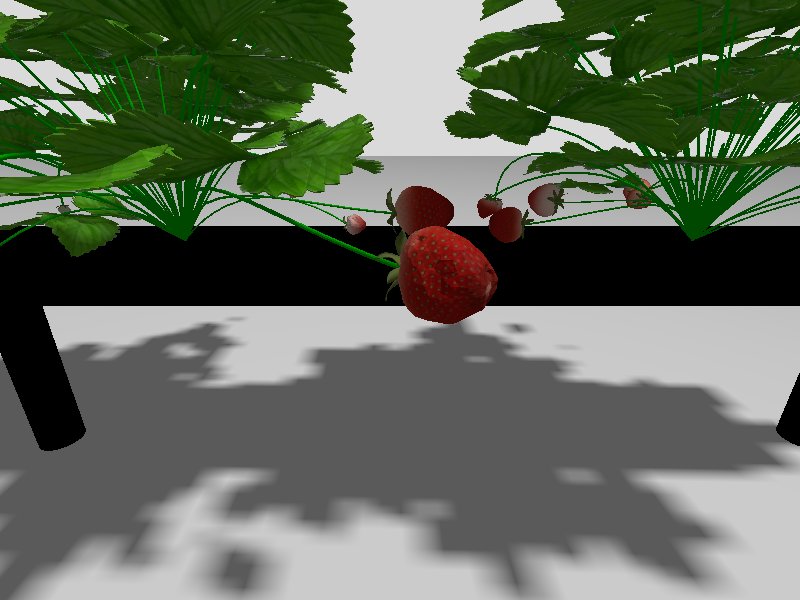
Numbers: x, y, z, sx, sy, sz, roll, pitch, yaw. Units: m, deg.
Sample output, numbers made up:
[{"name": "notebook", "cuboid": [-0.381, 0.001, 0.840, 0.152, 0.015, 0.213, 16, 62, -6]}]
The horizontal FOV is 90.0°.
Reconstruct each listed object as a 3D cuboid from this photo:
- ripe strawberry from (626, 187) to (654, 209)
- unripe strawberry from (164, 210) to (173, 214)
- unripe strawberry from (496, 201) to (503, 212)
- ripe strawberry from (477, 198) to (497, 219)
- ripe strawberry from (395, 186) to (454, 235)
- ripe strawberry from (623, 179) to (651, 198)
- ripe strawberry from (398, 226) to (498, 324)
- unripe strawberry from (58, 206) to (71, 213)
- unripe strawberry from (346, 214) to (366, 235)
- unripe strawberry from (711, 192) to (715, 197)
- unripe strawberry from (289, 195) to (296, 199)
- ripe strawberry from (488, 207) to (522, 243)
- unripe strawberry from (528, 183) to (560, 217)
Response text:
[{"name": "ripe strawberry", "cuboid": [0.308, -0.131, 0.515, 0.032, 0.027, 0.032, 6, 15, 14]}, {"name": "unripe strawberry", "cuboid": [-0.252, -0.091, 0.433, 0.013, 0.014, 0.014, -15, 25, -33]}, {"name": "unripe strawberry", "cuboid": [0.113, -0.109, 0.469, 0.015, 0.015, 0.014, 17, 27, 37]}, {"name": "ripe strawberry", "cuboid": [0.099, -0.104, 0.457, 0.023, 0.023, 0.025, 37, 36, 20]}, {"name": "ripe strawberry", "cuboid": [0.021, -0.078, 0.353, 0.052, 0.045, 0.052, 0, 21, -2]}, {"name": "ripe strawberry", "cuboid": [0.342, -0.159, 0.579, 0.034, 0.036, 0.037, 7, 22, 17]}, {"name": "ripe strawberry", "cuboid": [0.021, -0.010, 0.181, 0.044, 0.046, 0.040, 18, 27, 37]}, {"name": "unripe strawberry", "cuboid": [-0.363, -0.096, 0.434, 0.010, 0.011, 0.011, 11, 24, 25]}, {"name": "unripe strawberry", "cuboid": [-0.041, -0.070, 0.372, 0.019, 0.019, 0.021, -1, 21, -9]}, {"name": "unripe strawberry", "cuboid": [0.400, -0.135, 0.515, 0.011, 0.011, 0.010, 16, 26, 35]}, {"name": "unripe strawberry", "cuboid": [-0.164, -0.164, 0.616, 0.015, 0.017, 0.017, 2, -40, 5]}, {"name": "ripe strawberry", "cuboid": [0.090, -0.064, 0.343, 0.029, 0.030, 0.026, -2, 21, -2]}, {"name": "unripe strawberry", "cuboid": [0.168, -0.117, 0.466, 0.033, 0.038, 0.036, -15, 25, -33]}]
